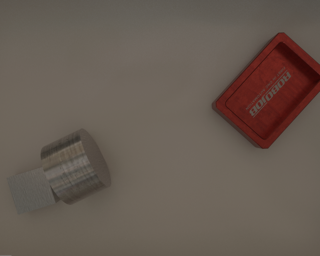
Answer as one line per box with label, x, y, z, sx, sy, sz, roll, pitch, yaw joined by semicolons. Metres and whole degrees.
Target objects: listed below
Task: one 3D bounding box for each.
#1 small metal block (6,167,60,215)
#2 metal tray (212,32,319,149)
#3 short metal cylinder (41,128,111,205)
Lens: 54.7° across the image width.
small metal block;-0.165;0.080;0.409;0.050;0.025;0.050;-17;90;-1
metal tray;0.145;-0.048;0.410;0.090;0.030;0.130;42;90;-1
short metal cylinder;-0.102;0.047;0.383;0.050;0.080;0.080;-26;90;0
